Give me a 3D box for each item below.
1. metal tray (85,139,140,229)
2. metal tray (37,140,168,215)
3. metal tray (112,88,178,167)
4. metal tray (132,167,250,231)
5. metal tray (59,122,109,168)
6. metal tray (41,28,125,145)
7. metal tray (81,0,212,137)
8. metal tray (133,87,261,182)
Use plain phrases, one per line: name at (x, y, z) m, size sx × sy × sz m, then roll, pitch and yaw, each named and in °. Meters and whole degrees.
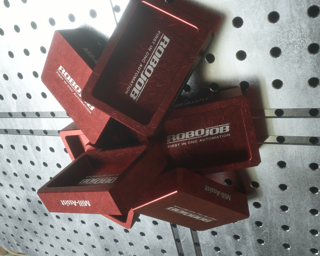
metal tray at (-0.066, 0.081, 0.454) m, size 0.090 × 0.030 × 0.129 m, roll 24°, pitch 127°, yaw 13°
metal tray at (-0.067, 0.057, 0.356) m, size 0.130 × 0.090 × 0.030 m, roll -10°, pitch 113°, yaw 37°
metal tray at (-0.022, 0.006, 0.423) m, size 0.090 × 0.030 × 0.129 m, roll -6°, pitch 114°, yaw 28°
metal tray at (0.041, 0.098, 0.404) m, size 0.131 × 0.030 × 0.090 m, roll 27°, pitch 138°, yaw -33°
metal tray at (-0.094, 0.052, 0.491) m, size 0.090 × 0.030 × 0.129 m, roll -5°, pitch 116°, yaw 29°
metal tray at (-0.099, -0.054, 0.406) m, size 0.130 × 0.030 × 0.090 m, roll 48°, pitch 131°, yaw 14°
metal tray at (-0.014, -0.066, 0.331) m, size 0.090 × 0.030 × 0.130 m, roll 30°, pitch 95°, yaw 9°
metal tray at (0.045, 0.011, 0.368) m, size 0.130 × 0.030 × 0.090 m, roll -12°, pitch 113°, yaw 14°
